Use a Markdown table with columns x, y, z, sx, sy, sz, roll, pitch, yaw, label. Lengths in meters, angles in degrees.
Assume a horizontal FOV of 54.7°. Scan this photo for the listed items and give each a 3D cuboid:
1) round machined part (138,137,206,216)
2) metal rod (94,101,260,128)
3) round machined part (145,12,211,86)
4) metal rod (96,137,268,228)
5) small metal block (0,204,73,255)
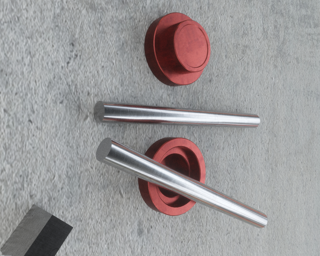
| x | y | z | sx | sy | sz | roll | pitch | yaw | label |
| --- | --- | --- | --- | --- | --- | --- | --- | --- | --- |
| 0.011 | 0.060 | 0.403 | 0.099 | 0.042 | 0.097 | 0 | 90 | -40 | round machined part |
| 0.048 | -0.015 | 0.444 | 0.302 | 0.025 | 0.025 | 1 | 89 | -40 | metal rod |
| 0.031 | -0.107 | 0.419 | 0.099 | 0.042 | 0.097 | 0 | 90 | -40 | round machined part |
| 0.050 | 0.082 | 0.392 | 0.301 | 0.025 | 0.025 | 30 | 71 | -36 | metal rod |
| -0.116 | 0.104 | 0.291 | 0.025 | 0.050 | 0.050 | 46 | 62 | -30 | small metal block |
